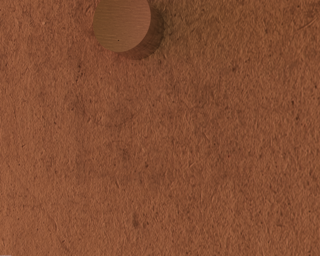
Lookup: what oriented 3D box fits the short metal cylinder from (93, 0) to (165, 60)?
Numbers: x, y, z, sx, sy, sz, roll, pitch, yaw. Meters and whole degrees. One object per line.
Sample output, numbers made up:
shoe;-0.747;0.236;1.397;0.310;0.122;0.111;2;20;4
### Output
short metal cylinder;-0.040;-0.135;0.410;0.080;0.050;0.080;0;90;20
